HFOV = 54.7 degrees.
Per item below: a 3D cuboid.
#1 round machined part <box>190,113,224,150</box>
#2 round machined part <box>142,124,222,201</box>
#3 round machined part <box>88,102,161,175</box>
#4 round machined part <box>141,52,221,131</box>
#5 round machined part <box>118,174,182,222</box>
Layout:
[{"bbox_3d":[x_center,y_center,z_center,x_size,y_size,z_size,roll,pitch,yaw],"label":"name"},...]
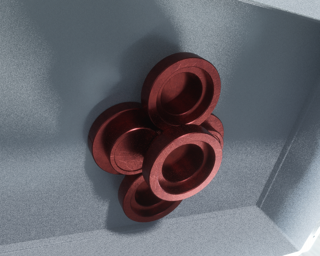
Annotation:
[{"bbox_3d":[0.050,0.023,0.438,0.099,0.042,0.097,-14,125,-21],"label":"round machined part"},{"bbox_3d":[0.023,0.037,0.378,0.099,0.042,0.097,-14,125,-21],"label":"round machined part"},{"bbox_3d":[-0.037,0.020,0.389,0.099,0.042,0.097,-14,125,-21],"label":"round machined part"},{"bbox_3d":[0.022,-0.046,0.380,0.099,0.042,0.097,-14,125,-21],"label":"round machined part"},{"bbox_3d":[-0.013,0.083,0.441,0.099,0.042,0.097,-14,125,-21],"label":"round machined part"}]
